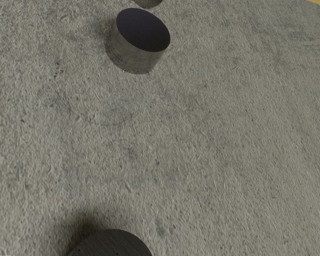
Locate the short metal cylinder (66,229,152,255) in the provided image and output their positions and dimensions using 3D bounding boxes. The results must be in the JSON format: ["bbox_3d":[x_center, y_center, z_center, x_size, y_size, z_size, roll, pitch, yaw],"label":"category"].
[{"bbox_3d":[-0.049,0.137,0.278,0.081,0.050,0.080,14,56,-21],"label":"short metal cylinder"}]

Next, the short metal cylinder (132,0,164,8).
[{"bbox_3d":[-0.015,-0.248,0.512,0.080,0.080,0.050,37,51,-4],"label":"short metal cylinder"}]

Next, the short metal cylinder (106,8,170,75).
[{"bbox_3d":[-0.032,-0.124,0.446,0.081,0.050,0.080,14,56,-21],"label":"short metal cylinder"}]
